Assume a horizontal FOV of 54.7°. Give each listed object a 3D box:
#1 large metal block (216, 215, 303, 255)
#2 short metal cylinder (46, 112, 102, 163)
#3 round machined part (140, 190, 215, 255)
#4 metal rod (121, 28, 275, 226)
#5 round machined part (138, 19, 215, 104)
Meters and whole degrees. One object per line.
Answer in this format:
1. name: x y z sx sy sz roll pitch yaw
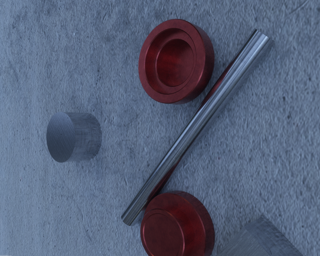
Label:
1. large metal block: 0.099 0.149 0.307 0.080 0.050 0.080 48 118 29
2. short metal cylinder: -0.141 0.014 0.505 0.080 0.050 0.080 0 90 40
3. round machined part: 0.014 0.129 0.382 0.098 0.042 0.097 0 90 40
4. metal rod: 0.031 0.017 0.378 0.025 0.025 0.298 49 119 29
5. round machined part: 0.023 -0.077 0.375 0.098 0.042 0.097 0 90 40
